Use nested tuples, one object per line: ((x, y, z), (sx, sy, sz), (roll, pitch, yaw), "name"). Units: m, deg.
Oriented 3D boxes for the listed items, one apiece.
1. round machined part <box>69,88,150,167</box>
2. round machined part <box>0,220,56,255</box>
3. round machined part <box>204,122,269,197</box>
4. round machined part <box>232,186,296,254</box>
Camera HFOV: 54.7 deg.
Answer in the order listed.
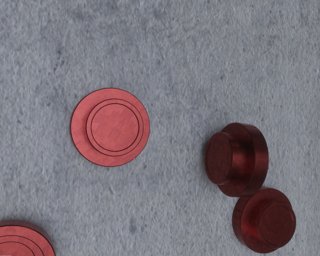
((-0.059, -0.001, 0.379), (0.099, 0.042, 0.097), (0, 90, -21), "round machined part")
((-0.166, 0.149, 0.339), (0.099, 0.042, 0.097), (0, 90, -21), "round machined part")
((0.093, 0.041, 0.406), (0.042, 0.098, 0.097), (7, 88, -20), "round machined part")
((0.161, 0.139, 0.462), (0.099, 0.042, 0.097), (0, 90, -21), "round machined part")
